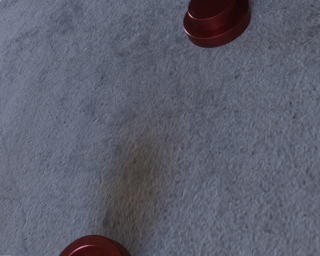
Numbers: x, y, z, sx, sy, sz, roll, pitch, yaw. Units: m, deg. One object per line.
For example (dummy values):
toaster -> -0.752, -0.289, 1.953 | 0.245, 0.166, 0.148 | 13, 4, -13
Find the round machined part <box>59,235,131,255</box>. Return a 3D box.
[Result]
round machined part -> -0.067, 0.167, 0.324 | 0.098, 0.042, 0.098 | -13, 56, 20

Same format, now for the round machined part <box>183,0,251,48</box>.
round machined part -> 0.080, -0.169, 0.454 | 0.098, 0.042, 0.098 | -13, 56, 20
